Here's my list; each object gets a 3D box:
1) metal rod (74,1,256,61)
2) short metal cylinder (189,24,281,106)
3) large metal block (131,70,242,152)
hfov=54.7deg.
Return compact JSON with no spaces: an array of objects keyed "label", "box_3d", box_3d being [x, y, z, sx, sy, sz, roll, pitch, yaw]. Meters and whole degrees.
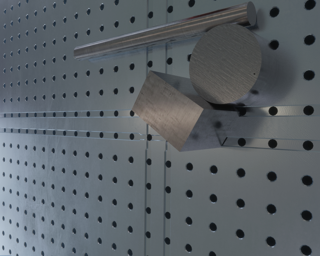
[{"label":"metal rod","box_3d":[-0.018,-0.123,0.424,0.300,0.025,0.025,1,91,40]},{"label":"short metal cylinder","box_3d":[0.078,-0.064,0.328,0.080,0.050,0.079,0,90,40]},{"label":"large metal block","box_3d":[0.030,-0.019,0.349,0.080,0.081,0.050,41,115,32]}]
